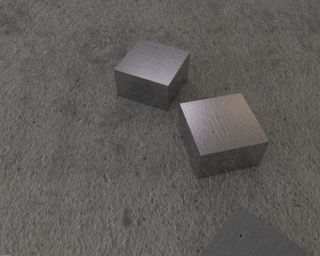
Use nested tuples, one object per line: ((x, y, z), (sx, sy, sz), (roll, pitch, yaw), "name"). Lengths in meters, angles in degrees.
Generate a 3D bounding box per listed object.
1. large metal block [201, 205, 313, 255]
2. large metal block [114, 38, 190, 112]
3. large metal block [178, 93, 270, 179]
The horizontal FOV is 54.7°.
((0.079, 0.132, 0.277), (0.080, 0.050, 0.080), (34, 58, 25), "large metal block")
((-0.009, -0.079, 0.453), (0.080, 0.050, 0.080), (19, 53, 15), "large metal block")
((0.073, 0.008, 0.380), (0.081, 0.050, 0.080), (-11, 51, -9), "large metal block")
